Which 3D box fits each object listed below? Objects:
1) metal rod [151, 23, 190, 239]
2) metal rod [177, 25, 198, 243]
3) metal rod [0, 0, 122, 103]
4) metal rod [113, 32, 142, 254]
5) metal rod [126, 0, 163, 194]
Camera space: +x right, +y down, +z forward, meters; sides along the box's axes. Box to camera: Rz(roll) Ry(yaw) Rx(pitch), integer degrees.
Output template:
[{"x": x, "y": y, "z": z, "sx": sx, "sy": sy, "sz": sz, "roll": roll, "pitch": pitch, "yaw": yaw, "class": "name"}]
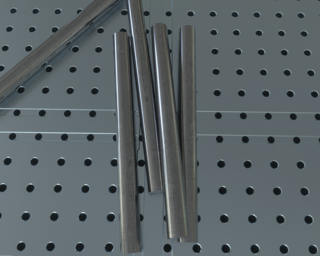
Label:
[{"x": 0.010, "y": -0.014, "z": 0.404, "sx": 0.025, "sy": 0.025, "sz": 0.299, "roll": -4, "pitch": 65, "yaw": -2, "class": "metal rod"}, {"x": 0.036, "y": -0.006, "z": 0.414, "sx": 0.025, "sy": 0.025, "sz": 0.299, "roll": 2, "pitch": 70, "yaw": 0, "class": "metal rod"}, {"x": -0.147, "y": -0.130, "z": 0.457, "sx": 0.025, "sy": 0.025, "sz": 0.301, "roll": 40, "pitch": 74, "yaw": 13, "class": "metal rod"}, {"x": -0.046, "y": 0.004, "z": 0.409, "sx": 0.025, "sy": 0.025, "sz": 0.299, "roll": -4, "pitch": 70, "yaw": -2, "class": "metal rod"}, {"x": -0.021, "y": -0.060, "z": 0.433, "sx": 0.025, "sy": 0.025, "sz": 0.299, "roll": -7, "pitch": 70, "yaw": -3, "class": "metal rod"}]
